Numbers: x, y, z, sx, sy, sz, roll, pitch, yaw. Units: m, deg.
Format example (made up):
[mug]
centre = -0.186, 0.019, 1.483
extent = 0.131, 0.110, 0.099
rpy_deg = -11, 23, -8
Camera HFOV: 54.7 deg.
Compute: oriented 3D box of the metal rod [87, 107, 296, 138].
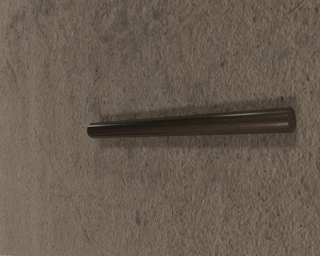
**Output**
[metal rod]
centre = 0.011, -0.002, 0.393
extent = 0.300, 0.025, 0.025
rpy_deg = -3, 88, 39
